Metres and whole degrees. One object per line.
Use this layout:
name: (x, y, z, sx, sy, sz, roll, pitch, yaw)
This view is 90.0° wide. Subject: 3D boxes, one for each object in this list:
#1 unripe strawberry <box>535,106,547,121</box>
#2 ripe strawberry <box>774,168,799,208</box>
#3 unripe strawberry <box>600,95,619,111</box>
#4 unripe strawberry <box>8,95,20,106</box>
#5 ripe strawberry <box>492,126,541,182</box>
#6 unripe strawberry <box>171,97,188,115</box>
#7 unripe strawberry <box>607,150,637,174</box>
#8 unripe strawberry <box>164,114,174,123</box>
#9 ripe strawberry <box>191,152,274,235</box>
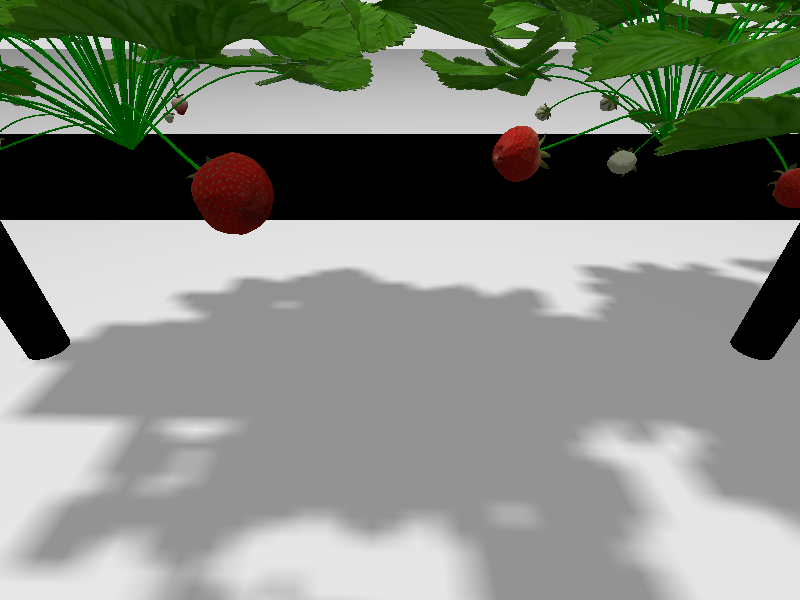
unripe strawberry: (0.158, -0.208, 0.448, 0.015, 0.015, 0.016, -15, 17, -21)
ripe strawberry: (0.216, -0.059, 0.214, 0.024, 0.021, 0.024, 2, 39, 3)
unripe strawberry: (0.258, -0.243, 0.495, 0.021, 0.018, 0.021, 5, 2, 8)
unripe strawberry: (-0.411, -0.213, 0.428, 0.011, 0.011, 0.011, 20, 38, 28)
ripe strawberry: (0.073, -0.092, 0.254, 0.032, 0.033, 0.029, -18, 37, -24)
unripe strawberry: (-0.267, -0.235, 0.486, 0.018, 0.019, 0.019, -7, 34, -11)
unripe strawberry: (0.149, -0.092, 0.270, 0.016, 0.016, 0.017, -29, 43, -35)
unripe strawberry: (-0.242, -0.191, 0.420, 0.009, 0.010, 0.010, -5, 34, -8)
ripe strawberry: (-0.075, -0.047, 0.186, 0.036, 0.038, 0.039, -26, 42, -34)
